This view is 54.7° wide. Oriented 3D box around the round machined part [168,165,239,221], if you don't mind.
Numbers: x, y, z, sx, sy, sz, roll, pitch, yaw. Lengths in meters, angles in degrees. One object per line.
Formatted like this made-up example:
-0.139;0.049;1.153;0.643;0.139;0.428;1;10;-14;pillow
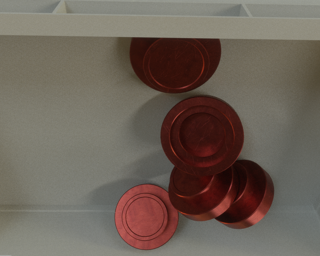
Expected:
0.053;0.072;0.421;0.098;0.098;0.042;-26;131;20;round machined part

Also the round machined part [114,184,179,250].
-0.021;0.134;0.472;0.099;0.098;0.042;-4;165;2;round machined part

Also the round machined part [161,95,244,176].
0.053;0.007;0.387;0.098;0.042;0.097;2;102;10;round machined part

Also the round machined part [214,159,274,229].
0.105;0.087;0.436;0.098;0.098;0.042;-35;125;26;round machined part

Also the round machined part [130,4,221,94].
0.017;-0.077;0.333;0.099;0.042;0.097;-1;130;0;round machined part
